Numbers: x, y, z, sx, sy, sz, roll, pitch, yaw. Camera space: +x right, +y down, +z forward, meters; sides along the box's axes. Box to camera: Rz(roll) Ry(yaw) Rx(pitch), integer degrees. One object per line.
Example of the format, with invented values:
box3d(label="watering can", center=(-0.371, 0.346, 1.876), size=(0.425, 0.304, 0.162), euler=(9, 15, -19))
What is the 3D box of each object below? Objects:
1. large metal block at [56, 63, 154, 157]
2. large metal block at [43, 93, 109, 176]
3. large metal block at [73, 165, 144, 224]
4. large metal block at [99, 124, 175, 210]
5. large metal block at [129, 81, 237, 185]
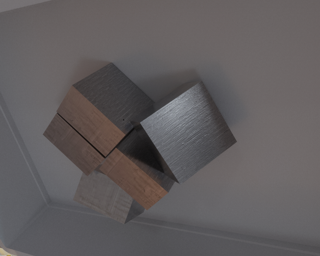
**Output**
box3d(label="large metal block", center=(-0.065, -0.025, 0.388), size=(0.080, 0.080, 0.050), euler=(43, 129, -2))
box3d(label="large metal block", center=(-0.093, 0.004, 0.422), size=(0.080, 0.080, 0.050), euler=(44, 129, -3))
box3d(label="large metal block", center=(-0.064, 0.091, 0.451), size=(0.080, 0.080, 0.050), euler=(20, 92, 16))
box3d(label="large metal block", center=(-0.017, 0.044, 0.405), size=(0.080, 0.080, 0.050), euler=(41, 129, 0))
box3d(label="large metal block", center=(0.025, 0.003, 0.351), size=(0.080, 0.080, 0.050), euler=(58, 167, -13))
